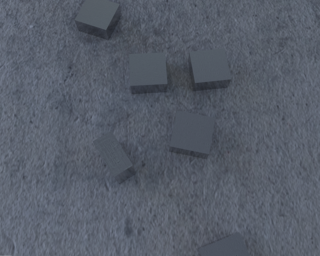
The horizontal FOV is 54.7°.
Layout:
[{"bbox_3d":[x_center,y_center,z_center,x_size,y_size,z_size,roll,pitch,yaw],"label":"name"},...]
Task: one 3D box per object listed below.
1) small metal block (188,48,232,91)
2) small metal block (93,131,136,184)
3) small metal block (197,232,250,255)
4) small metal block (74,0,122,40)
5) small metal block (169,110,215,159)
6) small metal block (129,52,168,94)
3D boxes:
[{"bbox_3d":[0.069,-0.082,0.439,0.050,0.025,0.050,-6,70,-3],"label":"small metal block"},{"bbox_3d":[-0.055,0.037,0.381,0.025,0.050,0.050,-31,73,-11],"label":"small metal block"},{"bbox_3d":[0.076,0.153,0.353,0.050,0.025,0.050,-20,71,-8],"label":"small metal block"},{"bbox_3d":[-0.092,-0.167,0.468,0.050,0.025,0.050,19,71,6],"label":"small metal block"},{"bbox_3d":[0.042,0.009,0.405,0.050,0.025,0.050,12,70,4],"label":"small metal block"},{"bbox_3d":[-0.017,-0.077,0.436,0.050,0.025,0.050,-3,70,-2],"label":"small metal block"}]
